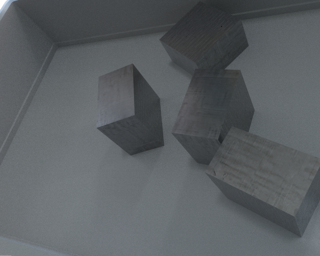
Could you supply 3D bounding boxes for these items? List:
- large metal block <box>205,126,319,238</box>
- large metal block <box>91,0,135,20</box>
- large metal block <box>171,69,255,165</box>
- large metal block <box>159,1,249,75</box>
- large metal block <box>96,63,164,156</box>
[{"bbox_3d":[0.099,0.050,0.287,0.080,0.080,0.050,24,75,36],"label":"large metal block"},{"bbox_3d":[-0.098,-0.275,0.613,0.080,0.050,0.080,-31,52,8],"label":"large metal block"},{"bbox_3d":[0.063,-0.008,0.343,0.050,0.080,0.080,8,66,32],"label":"large metal block"},{"bbox_3d":[0.061,-0.119,0.431,0.080,0.050,0.080,-44,51,-3],"label":"large metal block"},{"bbox_3d":[-0.037,-0.022,0.403,0.050,0.080,0.080,-18,55,18],"label":"large metal block"}]
